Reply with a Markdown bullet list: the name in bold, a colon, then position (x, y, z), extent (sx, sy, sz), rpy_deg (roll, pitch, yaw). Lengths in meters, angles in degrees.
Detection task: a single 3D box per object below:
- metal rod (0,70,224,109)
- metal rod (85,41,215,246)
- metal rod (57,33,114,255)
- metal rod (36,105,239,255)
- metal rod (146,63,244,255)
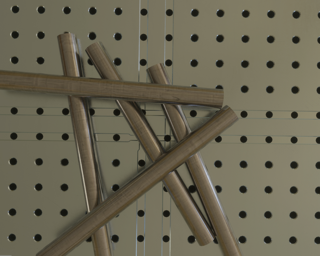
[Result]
- **metal rod**: position (-0.073, -0.049, 0.388), extent (0.302, 0.025, 0.025), rpy_deg (5, 90, -1)
- **metal rod**: position (-0.013, 0.021, 0.413), extent (0.025, 0.025, 0.299), rpy_deg (-30, 90, 0)
- **metal rod**: position (-0.099, 0.025, 0.411), extent (0.025, 0.025, 0.298), rpy_deg (-10, 90, 0)
- **metal rod**: position (-0.028, 0.073, 0.388), extent (0.300, 0.025, 0.025), rpy_deg (-38, 90, -1)
- **metal rod**: position (0.051, 0.056, 0.414), extent (0.025, 0.025, 0.299), rpy_deg (-23, 90, 0)
